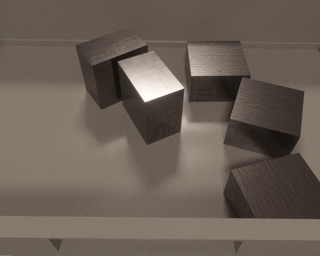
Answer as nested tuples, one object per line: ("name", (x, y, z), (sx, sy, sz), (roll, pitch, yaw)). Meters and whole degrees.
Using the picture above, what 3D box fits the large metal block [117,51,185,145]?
("large metal block", (-0.013, -0.039, 0.402), (0.050, 0.080, 0.080), (-21, 54, -17))

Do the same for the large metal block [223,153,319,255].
("large metal block", (0.123, 0.080, 0.323), (0.081, 0.050, 0.080), (-12, 51, -11))

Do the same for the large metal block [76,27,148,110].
("large metal block", (-0.064, -0.084, 0.439), (0.081, 0.080, 0.050), (-27, 55, -21))

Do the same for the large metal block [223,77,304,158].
("large metal block", (0.135, -0.013, 0.402), (0.080, 0.050, 0.080), (16, 52, 12))

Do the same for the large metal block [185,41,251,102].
("large metal block", (0.082, -0.085, 0.461), (0.081, 0.050, 0.080), (-1, 50, -1))
